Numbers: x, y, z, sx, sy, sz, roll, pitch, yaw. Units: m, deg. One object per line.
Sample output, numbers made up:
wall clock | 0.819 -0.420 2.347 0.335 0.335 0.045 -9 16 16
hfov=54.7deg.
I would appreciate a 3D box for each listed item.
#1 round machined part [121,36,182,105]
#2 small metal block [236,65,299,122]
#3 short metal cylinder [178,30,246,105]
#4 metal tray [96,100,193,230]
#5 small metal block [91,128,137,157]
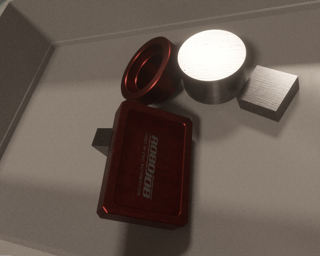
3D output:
round machined part | -0.007 -0.073 0.428 0.098 0.042 0.098 -29 46 36
small metal block | 0.127 -0.041 0.364 0.050 0.025 0.050 27 76 36
short metal cylinder | 0.066 -0.076 0.391 0.080 0.050 0.080 -6 60 10
metal tray | -0.012 0.040 0.347 0.030 0.091 0.130 132 149 -56
small metal block | -0.051 0.023 0.401 0.050 0.050 0.025 0 62 28
